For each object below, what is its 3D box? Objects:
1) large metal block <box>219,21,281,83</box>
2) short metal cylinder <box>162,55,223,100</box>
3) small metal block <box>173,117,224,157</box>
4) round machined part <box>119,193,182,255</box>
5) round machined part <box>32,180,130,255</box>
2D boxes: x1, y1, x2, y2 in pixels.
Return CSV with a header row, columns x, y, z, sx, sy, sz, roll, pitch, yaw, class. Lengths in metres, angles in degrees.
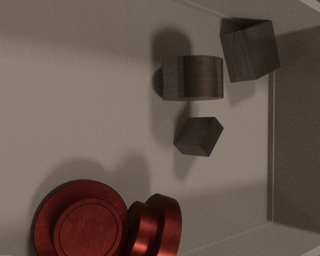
x,y,z,sx,sy,sz,roll,pitch,yaw,class
0.154,-0.128,0.522,0.081,0.050,0.080,-28,108,-37,large metal block
0.043,-0.063,0.409,0.081,0.080,0.050,-3,92,-40,short metal cylinder
0.054,0.012,0.438,0.025,0.050,0.050,47,62,-30,small metal block
-0.017,0.122,0.352,0.042,0.098,0.098,21,76,-16,round machined part
-0.077,0.103,0.318,0.099,0.042,0.097,3,84,-26,round machined part
